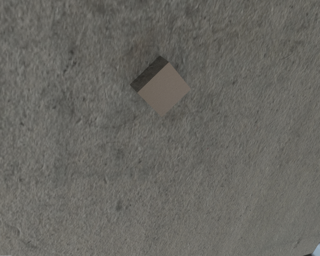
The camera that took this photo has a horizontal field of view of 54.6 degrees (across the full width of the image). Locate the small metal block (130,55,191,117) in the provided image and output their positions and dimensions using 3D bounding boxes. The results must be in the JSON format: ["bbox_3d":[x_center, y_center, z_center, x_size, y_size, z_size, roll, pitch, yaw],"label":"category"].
[{"bbox_3d":[0.001,-0.050,0.376,0.050,0.025,0.050,-44,129,2],"label":"small metal block"}]
